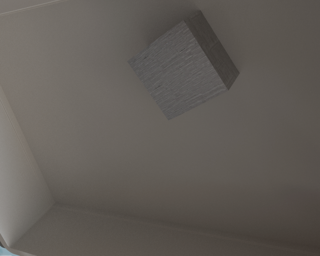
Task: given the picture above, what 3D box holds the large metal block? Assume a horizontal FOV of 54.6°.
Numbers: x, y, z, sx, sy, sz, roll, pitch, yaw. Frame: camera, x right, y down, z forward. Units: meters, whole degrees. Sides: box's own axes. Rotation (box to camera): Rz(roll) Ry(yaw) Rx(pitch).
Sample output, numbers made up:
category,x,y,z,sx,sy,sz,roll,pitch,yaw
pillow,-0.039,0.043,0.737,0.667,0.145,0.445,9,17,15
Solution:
category,x,y,z,sx,sy,sz,roll,pitch,yaw
large metal block,0.026,-0.066,0.338,0.080,0.050,0.080,-27,104,37
